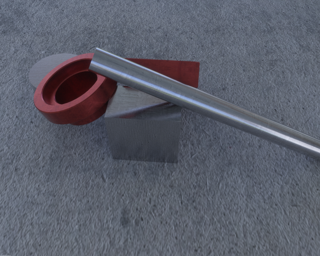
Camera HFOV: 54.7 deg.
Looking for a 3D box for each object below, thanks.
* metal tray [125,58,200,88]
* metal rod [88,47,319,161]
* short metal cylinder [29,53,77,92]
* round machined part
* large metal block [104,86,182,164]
[{"bbox_3d":[0.003,-0.074,0.414,0.091,0.030,0.130,4,11,3],"label":"metal tray"},{"bbox_3d":[0.070,-0.018,0.345,0.302,0.025,0.025,20,49,-15],"label":"metal rod"},{"bbox_3d":[-0.136,-0.061,0.438,0.081,0.050,0.080,0,50,0],"label":"short metal cylinder"},{"bbox_3d":[-0.095,-0.042,0.370,0.098,0.042,0.098,-13,47,15],"label":"round machined part"},{"bbox_3d":[-0.017,-0.003,0.370,0.080,0.080,0.050,4,50,2],"label":"large metal block"}]
